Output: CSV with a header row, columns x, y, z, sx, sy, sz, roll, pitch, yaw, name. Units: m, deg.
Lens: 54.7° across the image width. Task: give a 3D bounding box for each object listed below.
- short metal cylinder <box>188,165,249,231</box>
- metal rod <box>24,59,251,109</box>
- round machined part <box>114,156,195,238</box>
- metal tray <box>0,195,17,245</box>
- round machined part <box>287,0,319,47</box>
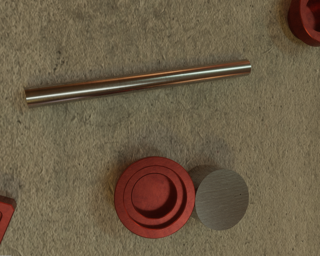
x,y,z,sx,sy,sz,roll,pitch,yaw,name
0.073,0.093,0.424,0.081,0.050,0.079,0,90,-21,short metal cylinder
-0.013,-0.062,0.405,0.303,0.025,0.025,-11,94,-20,metal rod
-0.008,0.084,0.391,0.099,0.042,0.097,1,86,-9,round machined part
-0.232,0.102,0.320,0.131,0.030,0.090,23,82,-19,metal tray
0.245,-0.178,0.492,0.099,0.042,0.097,0,90,-21,round machined part
